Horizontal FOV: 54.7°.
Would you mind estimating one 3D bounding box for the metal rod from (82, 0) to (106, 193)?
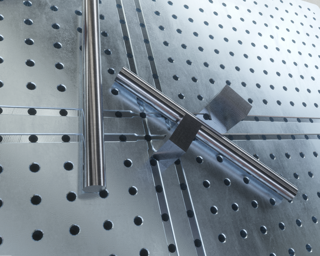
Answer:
[{"bbox_3d":[-0.088,-0.066,0.400,0.025,0.025,0.299,6,59,-25],"label":"metal rod"}]

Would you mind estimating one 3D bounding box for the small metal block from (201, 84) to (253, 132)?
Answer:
[{"bbox_3d":[0.099,-0.029,0.463,0.050,0.050,0.025,41,51,0],"label":"small metal block"}]

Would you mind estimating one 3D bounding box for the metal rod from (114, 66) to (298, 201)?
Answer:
[{"bbox_3d":[0.068,0.011,0.437,0.301,0.025,0.025,34,51,-6],"label":"metal rod"}]

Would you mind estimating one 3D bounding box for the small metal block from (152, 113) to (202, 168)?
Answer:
[{"bbox_3d":[0.021,0.016,0.393,0.025,0.050,0.050,38,51,-3],"label":"small metal block"}]
